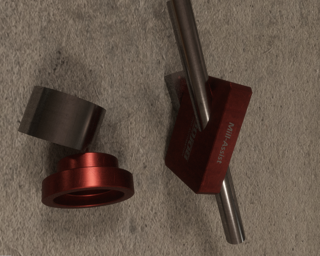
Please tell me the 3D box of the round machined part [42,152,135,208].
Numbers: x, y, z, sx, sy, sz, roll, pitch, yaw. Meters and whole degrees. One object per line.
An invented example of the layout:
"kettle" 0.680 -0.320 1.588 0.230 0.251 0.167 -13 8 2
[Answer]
"round machined part" -0.080 0.058 0.347 0.099 0.097 0.042 1 64 -21

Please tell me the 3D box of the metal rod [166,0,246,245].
"metal rod" 0.058 0.004 0.361 0.025 0.025 0.298 -21 106 -19

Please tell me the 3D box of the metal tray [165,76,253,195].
"metal tray" 0.053 0.003 0.376 0.030 0.090 0.129 9 103 -28

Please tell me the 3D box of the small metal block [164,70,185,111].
"small metal block" 0.039 -0.055 0.425 0.050 0.025 0.050 -19 97 -19

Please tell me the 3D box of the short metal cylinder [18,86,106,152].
"short metal cylinder" -0.106 -0.008 0.341 0.081 0.080 0.050 19 84 -20
